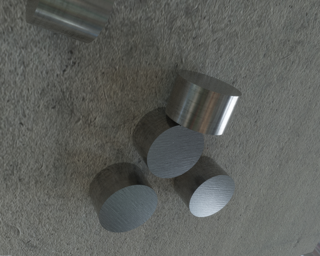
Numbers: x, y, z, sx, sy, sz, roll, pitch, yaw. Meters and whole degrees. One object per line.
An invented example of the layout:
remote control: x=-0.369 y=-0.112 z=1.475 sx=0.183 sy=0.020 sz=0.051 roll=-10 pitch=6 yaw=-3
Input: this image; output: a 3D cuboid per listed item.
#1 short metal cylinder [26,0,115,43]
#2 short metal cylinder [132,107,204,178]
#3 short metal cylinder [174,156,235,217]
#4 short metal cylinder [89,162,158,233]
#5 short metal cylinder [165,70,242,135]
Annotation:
short metal cylinder: x=-0.074 y=-0.118 z=0.258 sx=0.050 sy=0.080 sz=0.079 roll=12 pitch=112 yaw=-34
short metal cylinder: x=0.010 y=0.019 z=0.408 sx=0.081 sy=0.050 sz=0.079 roll=-14 pitch=124 yaw=-21
short metal cylinder: x=0.069 y=0.091 z=0.484 sx=0.081 sy=0.050 sz=0.079 roll=-14 pitch=124 yaw=-21
short metal cylinder: x=-0.050 y=0.094 z=0.421 sx=0.081 sy=0.050 sz=0.079 roll=-14 pitch=124 yaw=-21
short metal cylinder: x=0.052 y=-0.033 z=0.379 sx=0.081 sy=0.080 sz=0.050 roll=5 pitch=116 yaw=-31
